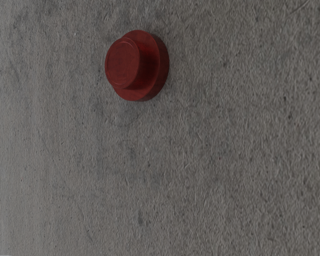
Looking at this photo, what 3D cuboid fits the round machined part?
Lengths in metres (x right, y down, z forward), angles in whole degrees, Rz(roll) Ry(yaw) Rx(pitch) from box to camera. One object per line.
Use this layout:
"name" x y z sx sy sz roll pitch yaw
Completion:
"round machined part" -0.038 -0.086 0.427 0.098 0.042 0.097 0 90 40
